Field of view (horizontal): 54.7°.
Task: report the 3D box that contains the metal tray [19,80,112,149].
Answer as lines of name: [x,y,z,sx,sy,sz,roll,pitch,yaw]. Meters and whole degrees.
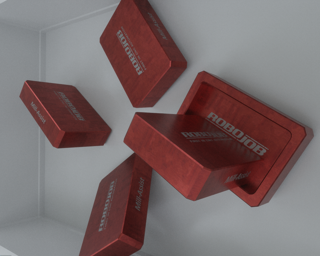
metal tray: [-0.148,-0.023,0.483,0.130,0.091,0.030,45,117,30]

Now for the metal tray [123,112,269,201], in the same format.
metal tray: [0.041,0.021,0.303,0.090,0.131,0.030,38,113,33]

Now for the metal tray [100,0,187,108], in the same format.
metal tray: [-0.028,-0.103,0.416,0.090,0.030,0.130,-46,63,39]

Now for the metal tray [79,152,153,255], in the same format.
metal tray: [-0.054,0.103,0.395,0.090,0.030,0.130,-40,26,31]

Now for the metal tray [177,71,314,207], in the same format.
metal tray: [0.076,0.007,0.327,0.130,0.030,0.089,38,109,33]
